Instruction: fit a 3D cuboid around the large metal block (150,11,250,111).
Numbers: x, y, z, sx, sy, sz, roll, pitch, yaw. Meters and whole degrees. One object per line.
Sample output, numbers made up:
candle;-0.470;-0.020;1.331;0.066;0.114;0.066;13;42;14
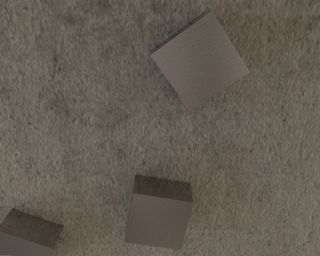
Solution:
large metal block;0.045;-0.080;0.368;0.080;0.050;0.080;-34;107;11

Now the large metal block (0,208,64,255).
large metal block;-0.201;0.178;0.459;0.080;0.050;0.079;23;108;-9

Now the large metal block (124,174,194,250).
large metal block;-0.003;0.119;0.440;0.081;0.050;0.079;10;110;-4
